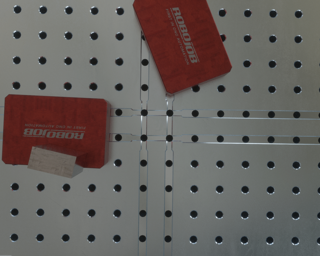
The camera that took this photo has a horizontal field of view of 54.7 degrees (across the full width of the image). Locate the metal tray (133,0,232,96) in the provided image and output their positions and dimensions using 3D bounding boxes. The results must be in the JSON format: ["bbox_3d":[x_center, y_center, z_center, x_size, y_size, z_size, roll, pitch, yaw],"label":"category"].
[{"bbox_3d":[0.029,-0.118,0.411,0.090,0.030,0.129,-21,90,0],"label":"metal tray"}]

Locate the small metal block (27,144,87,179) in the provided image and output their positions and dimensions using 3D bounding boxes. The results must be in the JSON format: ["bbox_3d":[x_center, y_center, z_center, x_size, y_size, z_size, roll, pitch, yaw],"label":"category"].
[{"bbox_3d":[-0.120,0.038,0.369,0.050,0.050,0.025,13,91,0],"label":"small metal block"}]

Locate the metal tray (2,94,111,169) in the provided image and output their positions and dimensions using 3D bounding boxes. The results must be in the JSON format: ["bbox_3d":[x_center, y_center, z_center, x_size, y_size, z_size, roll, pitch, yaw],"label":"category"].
[{"bbox_3d":[-0.135,0.004,0.410,0.131,0.030,0.089,3,90,0],"label":"metal tray"}]
